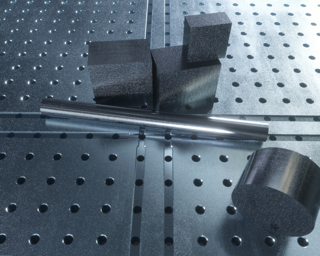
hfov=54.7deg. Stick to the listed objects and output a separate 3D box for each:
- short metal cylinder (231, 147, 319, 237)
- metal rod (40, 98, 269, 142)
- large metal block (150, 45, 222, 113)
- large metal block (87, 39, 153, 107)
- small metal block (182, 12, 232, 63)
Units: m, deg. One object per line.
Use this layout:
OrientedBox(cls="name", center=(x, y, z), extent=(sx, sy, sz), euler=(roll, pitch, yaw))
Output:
OrientedBox(cls="short metal cylinder", center=(0.121, 0.066, 0.318), extent=(0.080, 0.080, 0.050), euler=(25, 54, 19))
OrientedBox(cls="metal rod", center=(-0.011, -0.012, 0.417), extent=(0.302, 0.025, 0.025), euler=(7, 50, 5))
OrientedBox(cls="large metal block", center=(0.032, -0.066, 0.428), extent=(0.081, 0.080, 0.050), euler=(-11, 51, -9))
OrientedBox(cls="large metal block", center=(-0.053, -0.074, 0.434), extent=(0.081, 0.080, 0.050), euler=(-5, 50, -4))
OrientedBox(cls="small metal block", center=(0.056, -0.111, 0.382), extent=(0.050, 0.050, 0.025), euler=(-9, 51, -8))
